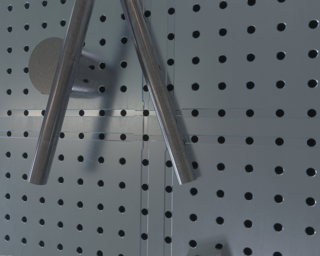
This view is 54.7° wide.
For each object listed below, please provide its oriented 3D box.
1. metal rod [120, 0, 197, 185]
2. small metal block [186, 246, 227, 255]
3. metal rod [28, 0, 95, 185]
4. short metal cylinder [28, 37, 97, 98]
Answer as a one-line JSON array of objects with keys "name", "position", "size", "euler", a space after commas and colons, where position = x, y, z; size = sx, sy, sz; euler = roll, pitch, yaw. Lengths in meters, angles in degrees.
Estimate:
[{"name": "metal rod", "position": [-0.009, -0.072, 0.415], "size": [0.025, 0.025, 0.299], "euler": [-20, 84, 19]}, {"name": "small metal block", "position": [0.063, 0.183, 0.390], "size": [0.050, 0.025, 0.050], "euler": [-20, 83, 18]}, {"name": "metal rod", "position": [-0.123, -0.070, 0.402], "size": [0.025, 0.025, 0.298], "euler": [18, 96, 19]}, {"name": "short metal cylinder", "position": [-0.140, -0.085, 0.449], "size": [0.080, 0.050, 0.079], "euler": [0, 90, 20]}]
